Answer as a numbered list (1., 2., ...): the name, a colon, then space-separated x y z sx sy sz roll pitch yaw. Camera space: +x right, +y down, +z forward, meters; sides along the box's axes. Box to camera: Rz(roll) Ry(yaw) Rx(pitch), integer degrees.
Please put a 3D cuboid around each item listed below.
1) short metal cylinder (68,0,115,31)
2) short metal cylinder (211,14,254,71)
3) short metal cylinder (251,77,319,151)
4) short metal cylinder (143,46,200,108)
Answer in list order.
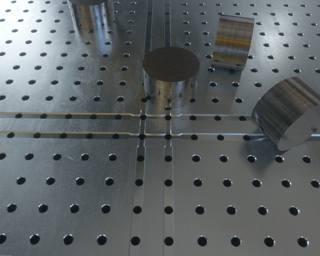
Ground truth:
1. short metal cylinder: -0.127 -0.226 0.579 0.081 0.050 0.080 0 50 0
2. short metal cylinder: 0.113 -0.133 0.485 0.050 0.080 0.080 11 51 8
3. short metal cylinder: 0.163 -0.017 0.388 0.081 0.080 0.050 -22 54 -18
4. short metal cylinder: 0.016 -0.075 0.455 0.081 0.050 0.080 0 50 0
